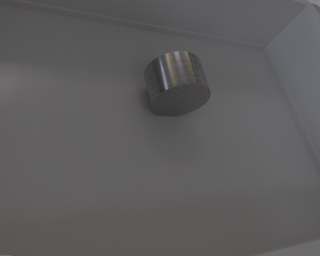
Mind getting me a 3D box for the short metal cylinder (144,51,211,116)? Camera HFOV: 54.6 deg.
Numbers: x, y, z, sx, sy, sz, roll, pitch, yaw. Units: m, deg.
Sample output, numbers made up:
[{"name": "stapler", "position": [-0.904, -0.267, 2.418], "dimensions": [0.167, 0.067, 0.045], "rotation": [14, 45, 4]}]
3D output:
[{"name": "short metal cylinder", "position": [0.022, -0.057, 0.417], "dimensions": [0.081, 0.080, 0.050], "rotation": [1, 62, -28]}]
